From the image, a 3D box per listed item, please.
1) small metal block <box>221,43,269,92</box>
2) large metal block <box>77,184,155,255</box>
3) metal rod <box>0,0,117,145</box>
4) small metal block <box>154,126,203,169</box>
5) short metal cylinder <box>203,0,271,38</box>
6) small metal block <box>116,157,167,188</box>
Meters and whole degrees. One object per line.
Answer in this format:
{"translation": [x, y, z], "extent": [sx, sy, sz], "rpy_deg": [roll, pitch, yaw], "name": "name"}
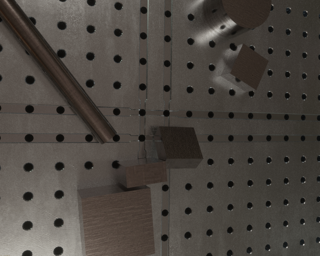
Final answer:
{"translation": [0.126, -0.089, 0.461], "extent": [0.050, 0.025, 0.050], "rpy_deg": [28, 81, -18], "name": "small metal block"}
{"translation": [-0.055, 0.114, 0.380], "extent": [0.081, 0.050, 0.079], "rpy_deg": [-5, 92, -20], "name": "large metal block"}
{"translation": [-0.150, -0.105, 0.357], "extent": [0.025, 0.025, 0.299], "rpy_deg": [-40, 103, -16], "name": "metal rod"}
{"translation": [0.023, 0.026, 0.409], "extent": [0.050, 0.025, 0.050], "rpy_deg": [2, 52, -21], "name": "small metal block"}
{"translation": [0.109, -0.175, 0.441], "extent": [0.081, 0.050, 0.079], "rpy_deg": [0, 90, -21], "name": "short metal cylinder"}
{"translation": [-0.024, 0.055, 0.391], "extent": [0.050, 0.050, 0.025], "rpy_deg": [-6, 93, -20], "name": "small metal block"}
